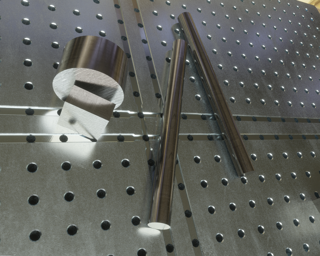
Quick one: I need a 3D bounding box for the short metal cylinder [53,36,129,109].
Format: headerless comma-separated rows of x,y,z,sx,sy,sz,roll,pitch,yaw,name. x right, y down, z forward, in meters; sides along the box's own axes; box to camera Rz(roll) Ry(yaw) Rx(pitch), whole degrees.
-0.080,-0.062,0.368,0.081,0.080,0.050,17,55,-19,short metal cylinder

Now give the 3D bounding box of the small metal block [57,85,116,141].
-0.085,-0.016,0.357,0.050,0.050,0.025,25,53,-13,small metal block

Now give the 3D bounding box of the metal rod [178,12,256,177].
0.083,-0.067,0.495,0.025,0.025,0.299,-3,63,-30,metal rod

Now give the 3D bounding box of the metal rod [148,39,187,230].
0.016,-0.014,0.426,0.025,0.025,0.300,20,54,-17,metal rod

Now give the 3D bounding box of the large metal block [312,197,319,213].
0.299,0.109,0.471,0.081,0.080,0.050,-14,69,-34,large metal block
